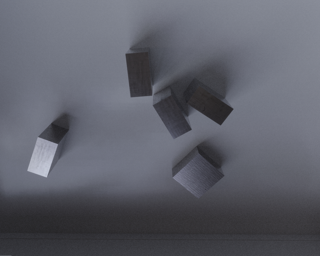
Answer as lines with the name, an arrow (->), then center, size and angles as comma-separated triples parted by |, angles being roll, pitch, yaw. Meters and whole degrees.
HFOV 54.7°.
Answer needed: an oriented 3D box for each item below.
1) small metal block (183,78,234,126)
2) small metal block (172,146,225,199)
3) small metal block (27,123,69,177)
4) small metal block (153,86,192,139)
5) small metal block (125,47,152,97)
small metal block -> 0.059, -0.034, 0.386 | 0.050, 0.050, 0.025 | 32, 107, -11
small metal block -> 0.053, 0.062, 0.435 | 0.050, 0.025, 0.050 | 41, 105, -14
small metal block -> -0.146, 0.028, 0.406 | 0.025, 0.050, 0.050 | 22, 109, -8
small metal block -> 0.015, -0.021, 0.391 | 0.025, 0.050, 0.050 | -29, 108, 10
small metal block -> -0.024, -0.068, 0.373 | 0.025, 0.050, 0.050 | -5, 110, 1
